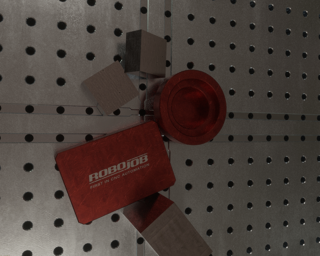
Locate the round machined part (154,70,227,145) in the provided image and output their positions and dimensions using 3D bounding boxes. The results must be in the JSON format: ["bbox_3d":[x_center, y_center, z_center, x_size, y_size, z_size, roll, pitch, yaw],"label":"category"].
[{"bbox_3d":[0.037,-0.026,0.417,0.099,0.042,0.097,0,89,-23],"label":"round machined part"}]

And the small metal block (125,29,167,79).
[{"bbox_3d":[-0.017,-0.092,0.395,0.050,0.025,0.050,3,89,-52],"label":"small metal block"}]

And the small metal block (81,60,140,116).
[{"bbox_3d":[-0.062,-0.049,0.390,0.050,0.025,0.050,-36,102,-17],"label":"small metal block"}]

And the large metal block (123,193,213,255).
[{"bbox_3d":[0.007,0.130,0.387,0.050,0.080,0.080,-40,103,-16],"label":"large metal block"}]

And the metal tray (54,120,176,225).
[{"bbox_3d":[-0.054,0.052,0.391,0.131,0.030,0.090,-20,97,-19],"label":"metal tray"}]
